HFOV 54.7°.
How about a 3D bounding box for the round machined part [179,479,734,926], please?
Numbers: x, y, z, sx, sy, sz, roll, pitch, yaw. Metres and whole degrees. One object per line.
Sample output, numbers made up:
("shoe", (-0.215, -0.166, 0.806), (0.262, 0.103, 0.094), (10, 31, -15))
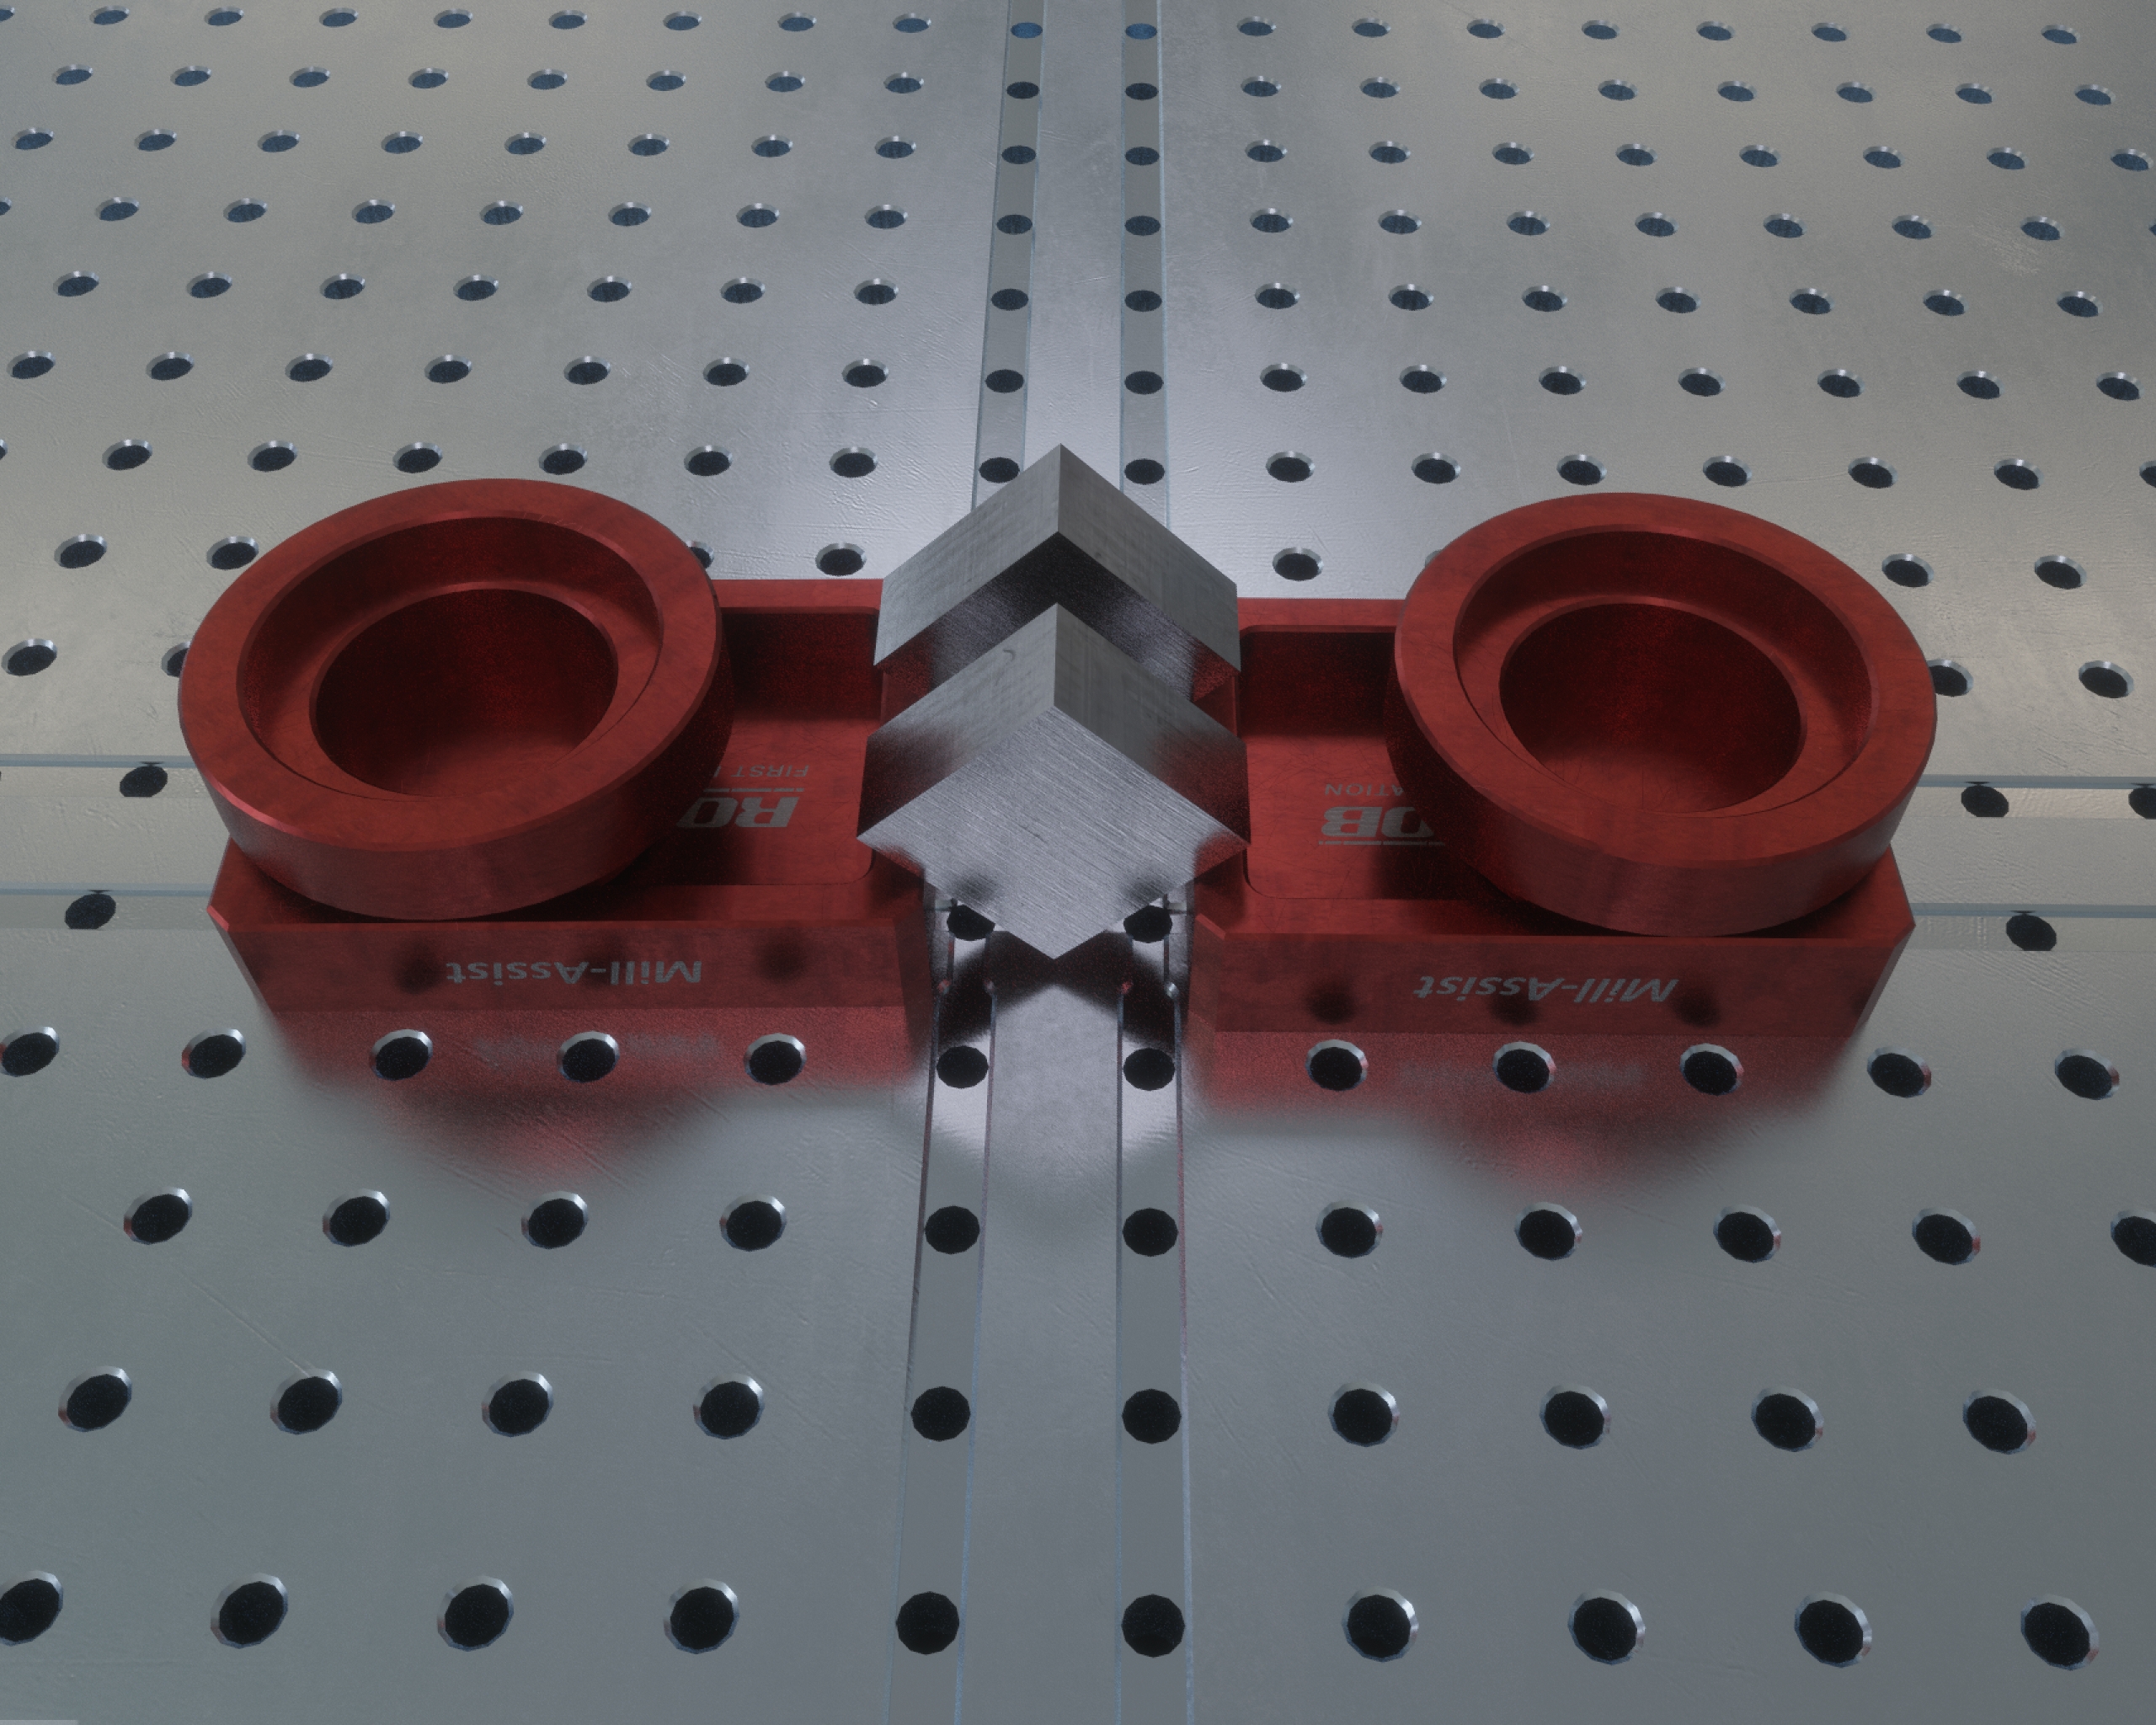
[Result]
("round machined part", (-0.115, -0.026, 0.402), (0.099, 0.042, 0.098), (0, 50, 0))

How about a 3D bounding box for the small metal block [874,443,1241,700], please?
("small metal block", (-0.004, -0.047, 0.412), (0.050, 0.050, 0.025), (-32, 40, 33))

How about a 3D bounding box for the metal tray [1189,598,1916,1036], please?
("metal tray", (0.087, -0.011, 0.415), (0.131, 0.030, 0.090), (1, 50, 0))

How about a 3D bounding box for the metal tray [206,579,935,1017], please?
("metal tray", (-0.094, -0.015, 0.417), (0.131, 0.030, 0.090), (0, 52, -1))

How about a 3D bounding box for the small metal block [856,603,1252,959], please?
("small metal block", (-0.004, -0.013, 0.383), (0.050, 0.050, 0.025), (-32, 40, 33))

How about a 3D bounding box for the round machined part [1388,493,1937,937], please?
("round machined part", (0.108, -0.024, 0.401), (0.099, 0.042, 0.098), (0, 50, 0))
